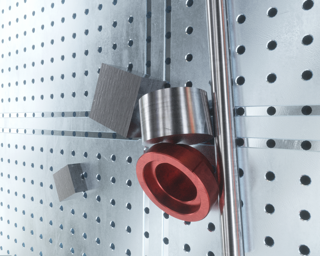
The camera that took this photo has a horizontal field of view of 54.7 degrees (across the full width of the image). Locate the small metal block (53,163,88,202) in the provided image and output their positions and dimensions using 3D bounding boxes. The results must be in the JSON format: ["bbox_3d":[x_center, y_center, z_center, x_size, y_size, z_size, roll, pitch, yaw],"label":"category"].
[{"bbox_3d":[-0.156,0.094,0.535,0.050,0.025,0.050,-32,70,35],"label":"small metal block"}]

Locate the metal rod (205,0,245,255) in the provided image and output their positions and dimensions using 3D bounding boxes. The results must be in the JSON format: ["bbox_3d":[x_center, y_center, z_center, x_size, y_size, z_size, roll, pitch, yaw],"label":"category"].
[{"bbox_3d":[0.072,-0.008,0.348,0.025,0.025,0.298,-5,87,39],"label":"metal rod"}]

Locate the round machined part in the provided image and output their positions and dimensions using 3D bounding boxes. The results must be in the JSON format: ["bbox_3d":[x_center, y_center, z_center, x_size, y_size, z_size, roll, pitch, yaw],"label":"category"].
[{"bbox_3d":[0.024,0.057,0.359,0.098,0.042,0.097,23,133,27],"label":"round machined part"}]

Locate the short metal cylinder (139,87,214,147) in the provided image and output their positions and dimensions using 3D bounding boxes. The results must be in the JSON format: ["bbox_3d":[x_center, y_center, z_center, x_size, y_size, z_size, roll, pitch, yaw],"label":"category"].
[{"bbox_3d":[0.018,-0.009,0.354,0.080,0.081,0.050,-16,73,38],"label":"short metal cylinder"}]

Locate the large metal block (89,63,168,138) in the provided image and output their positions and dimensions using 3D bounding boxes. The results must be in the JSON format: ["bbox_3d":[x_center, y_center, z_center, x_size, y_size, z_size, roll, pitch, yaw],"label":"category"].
[{"bbox_3d":[-0.045,-0.039,0.428,0.080,0.050,0.079,26,106,36],"label":"large metal block"}]
